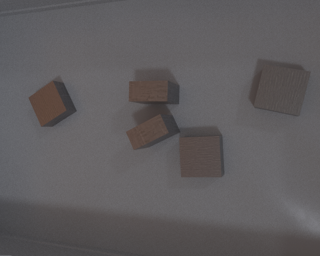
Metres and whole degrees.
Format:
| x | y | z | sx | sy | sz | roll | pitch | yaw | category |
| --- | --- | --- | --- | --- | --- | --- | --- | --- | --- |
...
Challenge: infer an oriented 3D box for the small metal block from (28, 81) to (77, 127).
| x | y | z | sx | sy | sz | roll | pitch | yaw | category |
| --- | --- | --- | --- | --- | --- | --- | --- | --- | --- |
| -0.162 | -0.036 | 0.466 | 0.050 | 0.025 | 0.050 | -30 | 81 | 17 | small metal block |

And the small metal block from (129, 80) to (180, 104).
| x | y | z | sx | sy | sz | roll | pitch | yaw | category |
| --- | --- | --- | --- | --- | --- | --- | --- | --- | --- |
| -0.006 | -0.045 | 0.399 | 0.050 | 0.050 | 0.025 | 2 | 91 | 19 | small metal block |

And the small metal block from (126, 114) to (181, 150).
| x | y | z | sx | sy | sz | roll | pitch | yaw | category |
| --- | --- | --- | --- | --- | --- | --- | --- | --- | --- |
| -0.008 | 0.005 | 0.399 | 0.050 | 0.050 | 0.025 | -27 | 82 | 18 | small metal block |

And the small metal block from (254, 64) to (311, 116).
| x | y | z | sx | sy | sz | roll | pitch | yaw | category |
| --- | --- | --- | --- | --- | --- | --- | --- | --- | --- |
| 0.141 | -0.043 | 0.361 | 0.050 | 0.025 | 0.050 | 14 | 95 | 19 | small metal block |

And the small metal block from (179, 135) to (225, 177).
| x | y | z | sx | sy | sz | roll | pitch | yaw | category |
| --- | --- | --- | --- | --- | --- | --- | --- | --- | --- |
| 0.053 | 0.035 | 0.391 | 0.050 | 0.025 | 0.050 | -3 | 89 | 19 | small metal block |
